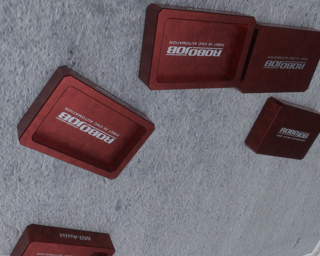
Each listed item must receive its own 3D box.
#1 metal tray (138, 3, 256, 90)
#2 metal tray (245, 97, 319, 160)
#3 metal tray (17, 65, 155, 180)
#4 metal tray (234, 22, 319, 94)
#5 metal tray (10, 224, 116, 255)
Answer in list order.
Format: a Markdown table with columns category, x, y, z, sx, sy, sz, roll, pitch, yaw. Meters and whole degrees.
| category | x | y | z | sx | sy | sz | roll | pitch | yaw |
| --- | --- | --- | --- | --- | --- | --- | --- | --- | --- |
| metal tray | 0.045 | -0.094 | 0.369 | 0.131 | 0.030 | 0.089 | -5 | 121 | -26 |
| metal tray | 0.215 | 0.004 | 0.524 | 0.131 | 0.030 | 0.089 | 10 | 114 | -33 |
| metal tray | -0.080 | 0.000 | 0.359 | 0.131 | 0.030 | 0.090 | 31 | 101 | -38 |
| metal tray | 0.167 | -0.096 | 0.435 | 0.131 | 0.030 | 0.089 | -4 | 121 | -26 |
| metal tray | -0.142 | 0.189 | 0.442 | 0.131 | 0.030 | 0.090 | 23 | 106 | -37 |
